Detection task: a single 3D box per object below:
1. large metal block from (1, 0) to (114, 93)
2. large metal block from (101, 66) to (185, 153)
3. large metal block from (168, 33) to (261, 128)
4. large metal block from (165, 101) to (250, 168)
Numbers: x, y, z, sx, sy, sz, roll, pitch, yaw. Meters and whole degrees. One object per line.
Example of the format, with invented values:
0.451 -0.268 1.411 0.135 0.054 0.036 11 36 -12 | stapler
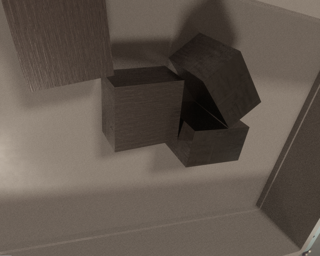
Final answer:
-0.093 -0.087 0.288 0.081 0.050 0.079 -16 125 -20 | large metal block
-0.023 -0.025 0.366 0.081 0.050 0.079 -10 123 -24 | large metal block
0.066 -0.059 0.375 0.050 0.080 0.080 -40 130 -2 | large metal block
0.054 0.004 0.407 0.081 0.080 0.050 -4 120 -27 | large metal block
